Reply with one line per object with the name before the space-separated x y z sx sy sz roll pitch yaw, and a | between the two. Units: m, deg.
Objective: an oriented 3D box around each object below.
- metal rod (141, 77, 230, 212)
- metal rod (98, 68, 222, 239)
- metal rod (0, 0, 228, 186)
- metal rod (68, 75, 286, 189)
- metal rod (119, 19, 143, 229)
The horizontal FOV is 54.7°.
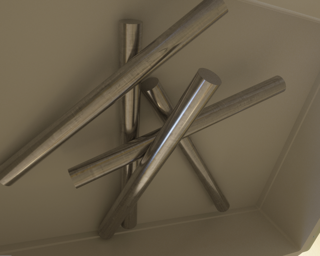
metal rod | 0.051 0.044 0.465 0.025 0.025 0.299 -37 130 -4
metal rod | -0.017 0.054 0.375 0.025 0.025 0.298 5 134 -31
metal rod | -0.057 -0.036 0.330 0.300 0.025 0.025 -38 130 7
metal rod | 0.033 -0.001 0.393 0.302 0.025 0.025 -24 128 -14
metal rod | -0.039 0.017 0.399 0.025 0.025 0.298 -11 123 -23
